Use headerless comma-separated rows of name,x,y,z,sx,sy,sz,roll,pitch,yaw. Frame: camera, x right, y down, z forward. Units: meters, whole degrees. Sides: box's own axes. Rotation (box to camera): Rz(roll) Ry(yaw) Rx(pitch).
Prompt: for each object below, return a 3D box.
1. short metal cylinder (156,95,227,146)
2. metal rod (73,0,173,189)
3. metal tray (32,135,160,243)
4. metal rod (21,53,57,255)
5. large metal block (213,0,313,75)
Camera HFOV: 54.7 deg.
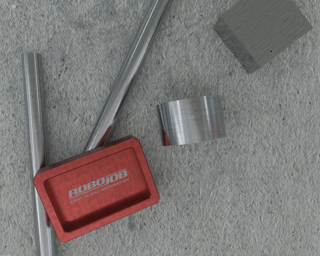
short metal cylinder,0.038,-0.009,0.383,0.081,0.080,0.050,-9,90,0
metal rod,-0.047,-0.060,0.409,0.025,0.025,0.299,25,90,-1
metal tray,-0.076,0.073,0.387,0.131,0.030,0.090,-21,101,-11
metal rod,-0.158,0.052,0.407,0.025,0.025,0.298,-4,90,-1
large metal block,0.129,-0.129,0.399,0.080,0.050,0.080,-38,91,0
